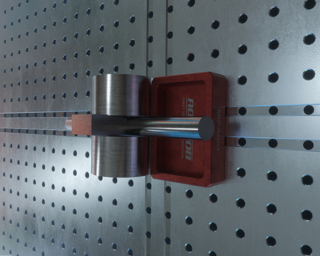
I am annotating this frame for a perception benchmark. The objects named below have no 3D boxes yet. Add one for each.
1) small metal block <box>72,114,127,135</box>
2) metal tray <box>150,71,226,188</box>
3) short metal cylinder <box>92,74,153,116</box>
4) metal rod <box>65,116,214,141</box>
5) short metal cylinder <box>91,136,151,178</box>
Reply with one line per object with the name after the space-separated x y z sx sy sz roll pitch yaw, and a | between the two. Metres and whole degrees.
-0.078 -0.004 0.395 0.050 0.050 0.025 1 91 48 | small metal block
0.032 0.001 0.379 0.090 0.030 0.129 2 91 40 | metal tray
-0.049 -0.041 0.412 0.080 0.081 0.050 1 91 40 | short metal cylinder
-0.053 -0.003 0.422 0.300 0.025 0.025 2 92 49 | metal rod
-0.051 0.035 0.415 0.080 0.081 0.050 2 92 40 | short metal cylinder
